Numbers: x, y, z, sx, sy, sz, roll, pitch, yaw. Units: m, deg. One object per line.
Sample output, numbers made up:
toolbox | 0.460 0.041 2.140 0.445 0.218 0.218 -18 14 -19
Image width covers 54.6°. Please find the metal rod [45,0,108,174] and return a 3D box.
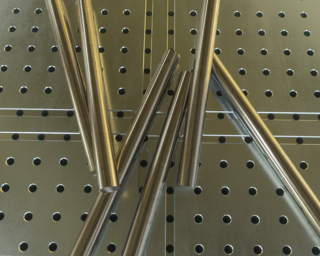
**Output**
metal rod | -0.123 -0.079 0.440 0.025 0.025 0.299 -18 71 -6

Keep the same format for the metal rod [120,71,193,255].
metal rod | -0.004 0.061 0.389 0.025 0.025 0.300 16 71 6

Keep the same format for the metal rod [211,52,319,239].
metal rod | 0.136 0.014 0.407 0.025 0.025 0.299 -27 72 -9

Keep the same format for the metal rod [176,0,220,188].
metal rod | 0.056 -0.072 0.417 0.025 0.025 0.299 8 78 3

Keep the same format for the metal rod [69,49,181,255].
metal rod | -0.038 0.024 0.402 0.025 0.025 0.300 21 71 7

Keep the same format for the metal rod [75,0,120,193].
metal rod | -0.089 -0.061 0.419 0.025 0.025 0.299 -11 65 -4
